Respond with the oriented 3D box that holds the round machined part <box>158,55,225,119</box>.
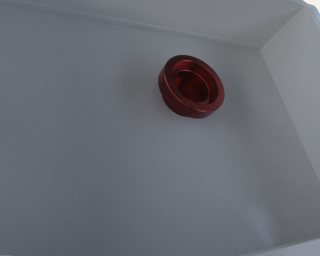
[{"bbox_3d":[0.041,-0.055,0.453,0.099,0.042,0.098,14,56,-21],"label":"round machined part"}]
